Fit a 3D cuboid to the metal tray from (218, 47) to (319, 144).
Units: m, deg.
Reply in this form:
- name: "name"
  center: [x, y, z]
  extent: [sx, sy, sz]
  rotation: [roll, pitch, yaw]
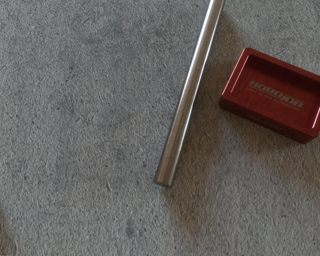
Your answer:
- name: "metal tray"
  center: [0.158, -0.045, 0.423]
  extent: [0.130, 0.030, 0.090]
  rotation: [25, 72, 8]

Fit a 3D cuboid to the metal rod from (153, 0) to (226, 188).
- name: "metal rod"
  center: [0.046, -0.065, 0.432]
  extent: [0.025, 0.025, 0.299]
  rotation: [16, 71, 5]
